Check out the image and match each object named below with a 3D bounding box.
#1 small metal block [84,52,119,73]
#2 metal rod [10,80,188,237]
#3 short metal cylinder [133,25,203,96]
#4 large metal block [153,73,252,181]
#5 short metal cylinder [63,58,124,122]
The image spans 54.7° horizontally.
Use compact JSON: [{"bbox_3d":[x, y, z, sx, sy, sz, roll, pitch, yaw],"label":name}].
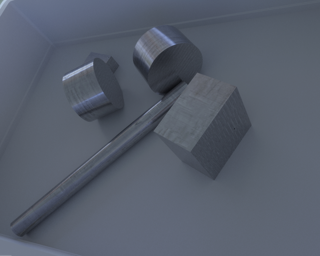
[{"bbox_3d":[-0.105,-0.097,0.518,0.050,0.025,0.050,19,72,35],"label":"small metal block"},{"bbox_3d":[-0.077,0.041,0.418,0.300,0.025,0.025,-40,51,1],"label":"metal rod"},{"bbox_3d":[0.010,-0.091,0.420,0.080,0.080,0.050,-36,52,4],"label":"short metal cylinder"},{"bbox_3d":[0.051,0.000,0.343,0.050,0.080,0.080,29,77,37],"label":"large metal block"},{"bbox_3d":[-0.095,-0.055,0.452,0.050,0.080,0.080,-23,53,14],"label":"short metal cylinder"}]
